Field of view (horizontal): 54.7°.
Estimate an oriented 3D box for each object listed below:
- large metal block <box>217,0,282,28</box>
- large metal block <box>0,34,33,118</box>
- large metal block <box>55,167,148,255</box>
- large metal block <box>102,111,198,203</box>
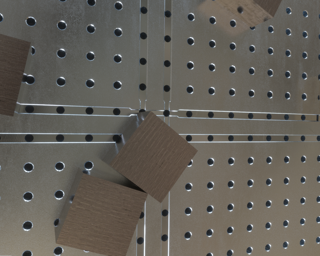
[{"bbox_3d":[0.136,-0.209,0.451,0.080,0.050,0.080,31,80,-18],"label":"large metal block"},{"bbox_3d":[-0.188,-0.059,0.330,0.081,0.050,0.080,13,86,-20],"label":"large metal block"},{"bbox_3d":[-0.072,0.101,0.374,0.080,0.050,0.080,22,83,-19],"label":"large metal block"},{"bbox_3d":[-0.014,0.035,0.395,0.080,0.050,0.080,40,77,-16],"label":"large metal block"}]
